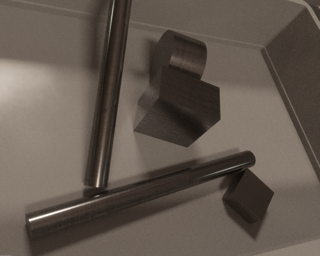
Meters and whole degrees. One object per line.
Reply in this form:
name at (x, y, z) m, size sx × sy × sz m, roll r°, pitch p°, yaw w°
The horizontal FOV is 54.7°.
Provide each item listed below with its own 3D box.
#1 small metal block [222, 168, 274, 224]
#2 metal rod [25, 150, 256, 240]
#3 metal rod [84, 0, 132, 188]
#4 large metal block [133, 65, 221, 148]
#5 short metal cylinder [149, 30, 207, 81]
small metal block at (0.119, 0.091, 0.416) m, size 0.050 × 0.025 × 0.050 m, roll 43°, pitch 51°, yaw 1°
metal rod at (0.004, 0.068, 0.367) m, size 0.303 × 0.025 × 0.025 m, roll -11°, pitch 67°, yaw -33°
metal rod at (-0.053, -0.085, 0.352) m, size 0.025 × 0.025 × 0.298 m, roll 10°, pitch 82°, yaw -24°
large metal block at (0.020, -0.024, 0.397) m, size 0.081 × 0.080 × 0.050 m, roll 18°, pitch 55°, yaw -18°
short metal cylinder at (0.024, -0.093, 0.441) m, size 0.050 × 0.080 × 0.080 m, roll 13°, pitch 56°, yaw -22°
